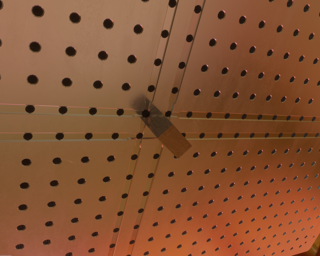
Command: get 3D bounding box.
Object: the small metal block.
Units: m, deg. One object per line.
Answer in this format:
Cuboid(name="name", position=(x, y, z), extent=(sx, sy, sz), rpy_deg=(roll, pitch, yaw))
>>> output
Cuboid(name="small metal block", position=(0.009, 0.006, 0.405), extent=(0.025, 0.050, 0.050), rpy_deg=(-43, 130, 1))
